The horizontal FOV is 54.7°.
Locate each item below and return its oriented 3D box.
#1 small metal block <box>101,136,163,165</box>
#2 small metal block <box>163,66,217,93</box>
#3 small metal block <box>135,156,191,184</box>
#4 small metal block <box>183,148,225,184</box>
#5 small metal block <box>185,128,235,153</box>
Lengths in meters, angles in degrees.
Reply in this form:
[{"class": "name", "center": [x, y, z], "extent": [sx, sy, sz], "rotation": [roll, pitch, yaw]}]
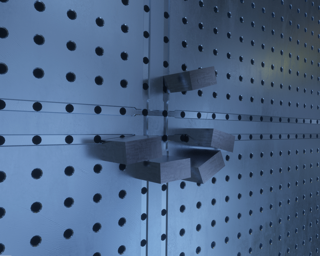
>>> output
[{"class": "small metal block", "center": [-0.033, 0.024, 0.367], "extent": [0.050, 0.050, 0.025], "rotation": [-8, 96, -40]}, {"class": "small metal block", "center": [0.042, -0.067, 0.430], "extent": [0.050, 0.050, 0.025], "rotation": [-19, 102, -39]}, {"class": "small metal block", "center": [0.004, 0.052, 0.398], "extent": [0.050, 0.050, 0.025], "rotation": [-4, 93, -40]}, {"class": "small metal block", "center": [0.055, 0.053, 0.442], "extent": [0.050, 0.050, 0.025], "rotation": [-31, 110, -36]}, {"class": "small metal block", "center": [0.074, 0.018, 0.457], "extent": [0.050, 0.050, 0.025], "rotation": [17, 80, -39]}]
